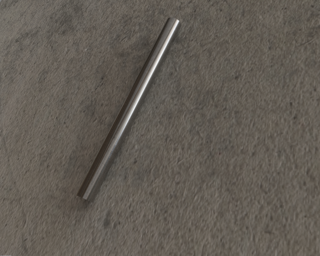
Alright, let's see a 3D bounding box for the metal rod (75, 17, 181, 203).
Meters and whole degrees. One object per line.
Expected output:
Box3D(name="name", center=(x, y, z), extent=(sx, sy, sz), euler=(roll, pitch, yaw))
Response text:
Box3D(name="metal rod", center=(-0.038, -0.038, 0.445), extent=(0.025, 0.025, 0.300), euler=(12, 68, 33))
